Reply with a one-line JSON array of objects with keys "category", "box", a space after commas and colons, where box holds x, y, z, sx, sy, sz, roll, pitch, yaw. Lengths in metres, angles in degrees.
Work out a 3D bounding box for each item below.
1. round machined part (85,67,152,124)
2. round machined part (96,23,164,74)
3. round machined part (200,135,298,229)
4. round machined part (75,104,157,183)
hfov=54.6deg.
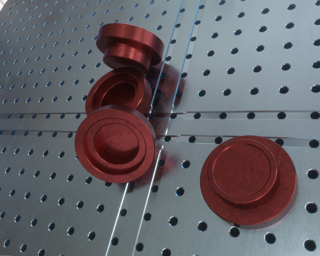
[{"category": "round machined part", "box": [-0.056, -0.037, 0.450, 0.098, 0.042, 0.098, -13, 56, 21]}, {"category": "round machined part", "box": [-0.046, -0.110, 0.456, 0.098, 0.098, 0.042, 6, 79, 31]}, {"category": "round machined part", "box": [0.088, 0.050, 0.321, 0.098, 0.042, 0.098, -13, 56, 21]}, {"category": "round machined part", "box": [-0.053, 0.017, 0.393, 0.098, 0.098, 0.042, -25, 16, 12]}]
